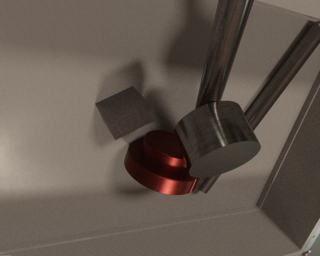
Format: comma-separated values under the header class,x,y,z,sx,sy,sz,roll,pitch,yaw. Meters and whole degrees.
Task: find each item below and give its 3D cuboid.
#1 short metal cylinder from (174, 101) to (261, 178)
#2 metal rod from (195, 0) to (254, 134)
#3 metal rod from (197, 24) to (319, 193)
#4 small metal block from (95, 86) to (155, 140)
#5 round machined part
class,x,y,z,sx,sy,sz,roll,pitch,yaw
short metal cylinder,0.062,0.014,0.340,0.081,0.050,0.080,-15,151,-8
metal rod,0.053,-0.027,0.342,0.025,0.025,0.299,-23,153,-15
metal rod,0.149,-0.022,0.478,0.025,0.025,0.299,25,105,-37
small metal block,-0.041,-0.019,0.360,0.050,0.050,0.025,-27,128,-12
round machined part,0.008,0.037,0.390,0.099,0.098,0.042,5,116,-31
